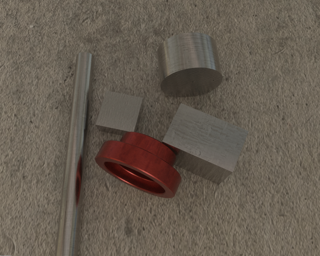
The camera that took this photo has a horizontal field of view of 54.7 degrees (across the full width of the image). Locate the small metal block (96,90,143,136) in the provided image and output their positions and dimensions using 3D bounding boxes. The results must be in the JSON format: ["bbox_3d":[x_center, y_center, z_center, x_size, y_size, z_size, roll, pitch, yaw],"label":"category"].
[{"bbox_3d":[-0.052,-0.018,0.414,0.050,0.025,0.050,12,70,4],"label":"small metal block"}]

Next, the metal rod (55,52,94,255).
[{"bbox_3d":[-0.107,0.039,0.392,0.025,0.025,0.299,0,70,0],"label":"metal rod"}]

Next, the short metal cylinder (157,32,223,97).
[{"bbox_3d":[0.038,-0.081,0.409,0.081,0.080,0.050,-5,70,-2],"label":"short metal cylinder"}]

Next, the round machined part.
[{"bbox_3d":[-0.020,0.039,0.355,0.098,0.098,0.042,23,67,7],"label":"round machined part"}]

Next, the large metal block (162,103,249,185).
[{"bbox_3d":[0.049,0.022,0.371,0.080,0.080,0.050,23,72,8],"label":"large metal block"}]
